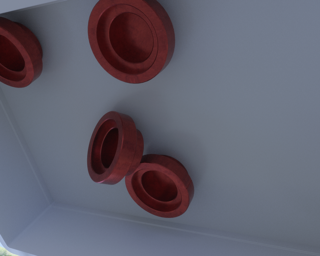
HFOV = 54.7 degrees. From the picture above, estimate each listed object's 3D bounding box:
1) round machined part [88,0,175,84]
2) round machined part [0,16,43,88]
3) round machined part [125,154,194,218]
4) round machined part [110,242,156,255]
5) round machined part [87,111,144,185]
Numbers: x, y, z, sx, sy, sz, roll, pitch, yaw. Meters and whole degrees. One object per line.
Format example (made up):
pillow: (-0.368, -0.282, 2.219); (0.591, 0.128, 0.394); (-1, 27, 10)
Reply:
round machined part: (-0.028, -0.103, 0.349); (0.098, 0.042, 0.097); (13, 124, 21)
round machined part: (-0.206, -0.108, 0.433); (0.098, 0.042, 0.097); (14, 134, 15)
round machined part: (0.003, 0.078, 0.444); (0.098, 0.042, 0.097); (13, 124, 21)
round machined part: (-0.044, 0.253, 0.580); (0.098, 0.042, 0.097); (13, 124, 21)
round machined part: (-0.058, 0.029, 0.423); (0.042, 0.098, 0.098); (17, 139, -35)
